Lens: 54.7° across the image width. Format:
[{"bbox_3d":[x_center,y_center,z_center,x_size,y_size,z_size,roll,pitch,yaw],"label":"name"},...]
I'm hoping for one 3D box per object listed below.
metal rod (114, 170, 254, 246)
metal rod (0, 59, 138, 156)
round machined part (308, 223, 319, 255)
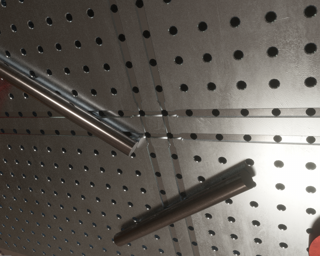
[{"bbox_3d":[0.018,0.136,0.484,0.025,0.025,0.299,48,128,-6],"label":"metal rod"},{"bbox_3d":[-0.167,-0.045,0.468,0.301,0.025,0.025,30,128,8],"label":"metal rod"},{"bbox_3d":[0.234,0.160,0.376,0.098,0.042,0.097,13,124,20],"label":"round machined part"}]
